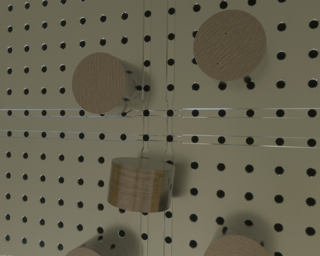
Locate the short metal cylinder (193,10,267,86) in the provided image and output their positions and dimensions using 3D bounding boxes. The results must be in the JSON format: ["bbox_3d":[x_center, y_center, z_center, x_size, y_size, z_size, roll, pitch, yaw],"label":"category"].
[{"bbox_3d":[0.085,-0.092,0.369,0.080,0.050,0.079,0,90,20],"label":"short metal cylinder"}]

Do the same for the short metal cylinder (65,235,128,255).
[{"bbox_3d":[-0.090,0.197,0.431,0.080,0.050,0.079,0,90,20],"label":"short metal cylinder"}]

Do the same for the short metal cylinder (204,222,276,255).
[{"bbox_3d":[0.095,0.158,0.366,0.080,0.050,0.079,0,90,20],"label":"short metal cylinder"}]

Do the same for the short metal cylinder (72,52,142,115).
[{"bbox_3d":[-0.072,-0.058,0.424,0.080,0.050,0.079,0,90,20],"label":"short metal cylinder"}]

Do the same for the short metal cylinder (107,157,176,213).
[{"bbox_3d":[-0.024,0.069,0.392,0.080,0.080,0.050,8,93,20],"label":"short metal cylinder"}]
